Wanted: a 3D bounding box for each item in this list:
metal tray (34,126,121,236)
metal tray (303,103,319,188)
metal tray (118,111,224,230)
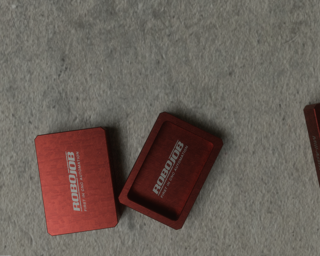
[{"bbox_3d":[-0.106,0.067,0.406,0.091,0.030,0.129,-8,90,-1],"label":"metal tray"},{"bbox_3d":[0.253,0.024,0.410,0.091,0.030,0.129,-12,90,-1],"label":"metal tray"},{"bbox_3d":[0.014,0.054,0.407,0.090,0.030,0.129,26,90,-1],"label":"metal tray"}]
